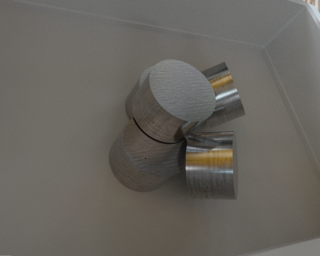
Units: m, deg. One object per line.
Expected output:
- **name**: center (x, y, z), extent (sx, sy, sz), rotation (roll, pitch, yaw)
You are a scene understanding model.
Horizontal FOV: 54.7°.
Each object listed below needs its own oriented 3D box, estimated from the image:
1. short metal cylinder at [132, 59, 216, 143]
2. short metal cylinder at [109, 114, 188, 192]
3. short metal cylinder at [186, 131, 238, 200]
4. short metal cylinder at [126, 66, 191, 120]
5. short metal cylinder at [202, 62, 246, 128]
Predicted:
- **short metal cylinder**: center (0.015, -0.030, 0.349), extent (0.081, 0.050, 0.080), rotation (14, 56, -21)
- **short metal cylinder**: center (-0.013, 0.029, 0.365), extent (0.081, 0.050, 0.080), rotation (14, 56, -21)
- **short metal cylinder**: center (0.064, 0.044, 0.369), extent (0.050, 0.080, 0.080), rotation (-2, 53, 17)
- **short metal cylinder**: center (0.001, -0.035, 0.411), extent (0.081, 0.050, 0.080), rotation (14, 56, -21)
- **short metal cylinder**: center (0.081, -0.046, 0.435), extent (0.080, 0.050, 0.080), rotation (-22, 90, -78)
